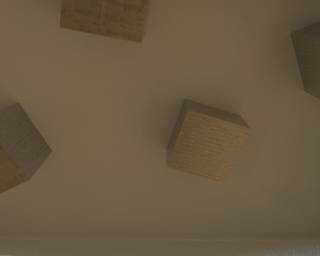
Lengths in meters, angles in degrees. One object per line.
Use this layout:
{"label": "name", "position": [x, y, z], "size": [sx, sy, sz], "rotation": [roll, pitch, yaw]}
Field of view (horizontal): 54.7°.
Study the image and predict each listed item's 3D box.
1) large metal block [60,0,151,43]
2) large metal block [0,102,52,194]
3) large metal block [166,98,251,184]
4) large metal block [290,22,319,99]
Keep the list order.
{"label": "large metal block", "position": [-0.054, -0.128, 0.334], "size": [0.081, 0.080, 0.050], "rotation": [10, 110, -4]}
{"label": "large metal block", "position": [-0.192, 0.024, 0.389], "size": [0.050, 0.080, 0.080], "rotation": [-25, 108, 9]}
{"label": "large metal block", "position": [0.059, 0.016, 0.404], "size": [0.080, 0.050, 0.079], "rotation": [17, 109, -7]}
{"label": "large metal block", "position": [0.199, -0.078, 0.355], "size": [0.050, 0.080, 0.080], "rotation": [-21, 109, 7]}
